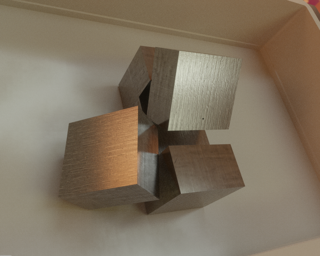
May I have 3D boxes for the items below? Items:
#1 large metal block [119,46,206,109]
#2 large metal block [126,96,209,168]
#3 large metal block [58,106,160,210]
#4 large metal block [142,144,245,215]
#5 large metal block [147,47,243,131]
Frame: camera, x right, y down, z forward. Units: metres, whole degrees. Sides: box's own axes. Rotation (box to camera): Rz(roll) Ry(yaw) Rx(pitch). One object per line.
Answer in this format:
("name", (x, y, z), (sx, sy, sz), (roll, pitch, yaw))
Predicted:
("large metal block", (0.001, -0.057, 0.404), (0.081, 0.080, 0.050), (-1, 63, -29))
("large metal block", (0.009, 0.008, 0.391), (0.081, 0.050, 0.080), (-1, 62, -29))
("large metal block", (-0.048, 0.032, 0.313), (0.050, 0.080, 0.080), (51, 32, -54))
("large metal block", (0.033, 0.058, 0.351), (0.081, 0.080, 0.050), (0, 62, -29))
("large metal block", (0.037, -0.043, 0.344), (0.081, 0.079, 0.050), (-1, 17, -29))
